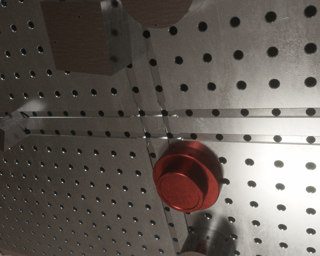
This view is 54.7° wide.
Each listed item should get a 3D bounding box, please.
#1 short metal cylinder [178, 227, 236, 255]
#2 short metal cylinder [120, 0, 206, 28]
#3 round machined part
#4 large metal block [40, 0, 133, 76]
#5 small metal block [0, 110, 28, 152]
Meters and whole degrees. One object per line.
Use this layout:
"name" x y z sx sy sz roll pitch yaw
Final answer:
"short metal cylinder" 0.072 0.202 0.481 0.080 0.050 0.079 13 124 21
"short metal cylinder" 0.005 -0.144 0.303 0.080 0.050 0.079 13 124 20
"round machined part" 0.034 0.078 0.429 0.098 0.042 0.097 13 124 20
"large metal block" -0.084 -0.112 0.368 0.080 0.050 0.079 10 123 22
"small metal block" -0.256 0.005 0.530 0.025 0.050 0.050 31 128 8
